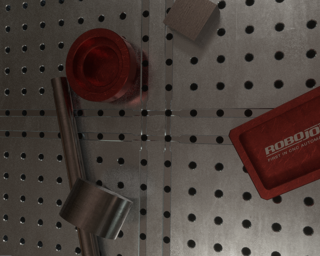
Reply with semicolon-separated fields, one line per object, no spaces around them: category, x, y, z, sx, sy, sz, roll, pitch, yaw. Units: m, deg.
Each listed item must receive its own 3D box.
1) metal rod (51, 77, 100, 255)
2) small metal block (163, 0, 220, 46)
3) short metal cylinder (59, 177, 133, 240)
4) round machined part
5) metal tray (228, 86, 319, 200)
metal rod;-0.121;0.073;0.453;0.025;0.025;0.298;-13;86;19
small metal block;0.040;-0.143;0.398;0.050;0.025;0.050;36;101;16
short metal cylinder;-0.082;0.104;0.405;0.080;0.080;0.050;21;78;18
round machined part;-0.077;-0.084;0.429;0.098;0.042;0.097;0;90;19
metal tray;0.158;0.015;0.354;0.130;0.030;0.090;-28;81;17
